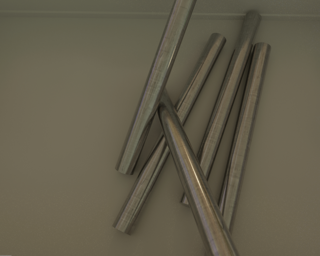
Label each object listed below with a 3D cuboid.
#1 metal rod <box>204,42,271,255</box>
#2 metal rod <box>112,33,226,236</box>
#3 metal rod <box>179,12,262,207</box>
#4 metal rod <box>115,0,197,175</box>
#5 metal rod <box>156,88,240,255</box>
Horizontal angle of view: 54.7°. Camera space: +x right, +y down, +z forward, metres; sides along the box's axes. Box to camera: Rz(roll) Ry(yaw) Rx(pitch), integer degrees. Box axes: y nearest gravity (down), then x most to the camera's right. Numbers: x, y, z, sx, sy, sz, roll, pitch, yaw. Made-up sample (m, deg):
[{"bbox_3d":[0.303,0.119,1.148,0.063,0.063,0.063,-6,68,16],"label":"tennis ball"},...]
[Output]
[{"bbox_3d":[0.106,0.017,0.403,0.025,0.025,0.299,16,71,6],"label":"metal rod"},{"bbox_3d":[0.020,-0.005,0.411,0.025,0.025,0.300,25,72,8],"label":"metal rod"},{"bbox_3d":[0.088,-0.037,0.423,0.025,0.025,0.300,20,71,7],"label":"metal rod"},{"bbox_3d":[0.006,-0.085,0.376,0.025,0.025,0.298,21,96,7],"label":"metal rod"},{"bbox_3d":[0.030,0.043,0.325,0.025,0.025,0.300,-14,44,-5],"label":"metal rod"}]
